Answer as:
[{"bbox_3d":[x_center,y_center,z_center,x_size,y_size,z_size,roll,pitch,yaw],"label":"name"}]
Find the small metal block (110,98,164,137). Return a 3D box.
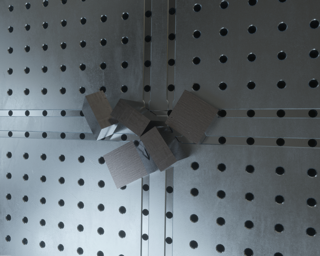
[{"bbox_3d":[-0.029,-0.013,0.410,0.050,0.050,0.025,36,102,16],"label":"small metal block"}]

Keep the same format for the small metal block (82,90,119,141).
[{"bbox_3d":[-0.084,-0.016,0.428,0.025,0.050,0.050,-23,80,-25],"label":"small metal block"}]

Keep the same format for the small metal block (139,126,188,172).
[{"bbox_3d":[0.006,0.025,0.397,0.025,0.050,0.050,-36,79,17],"label":"small metal block"}]

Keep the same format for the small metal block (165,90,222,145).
[{"bbox_3d":[0.043,-0.014,0.398,0.050,0.025,0.050,34,101,16],"label":"small metal block"}]

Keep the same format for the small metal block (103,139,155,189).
[{"bbox_3d":[-0.043,0.050,0.428,0.050,0.025,0.050,-28,81,18],"label":"small metal block"}]
